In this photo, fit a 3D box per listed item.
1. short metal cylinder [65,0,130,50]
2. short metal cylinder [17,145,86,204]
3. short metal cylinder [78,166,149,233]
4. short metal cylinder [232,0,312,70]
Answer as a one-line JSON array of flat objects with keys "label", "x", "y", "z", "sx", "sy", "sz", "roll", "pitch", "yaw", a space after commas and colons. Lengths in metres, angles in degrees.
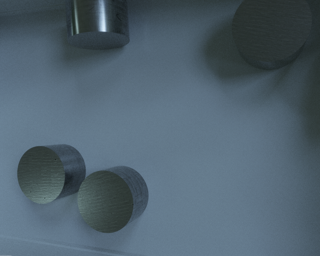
[{"label": "short metal cylinder", "x": -0.082, "y": -0.139, "z": 0.409, "sx": 0.080, "sy": 0.080, "sz": 0.050, "roll": -4, "pitch": 89, "yaw": 19}, {"label": "short metal cylinder", "x": -0.157, "y": 0.065, "z": 0.451, "sx": 0.080, "sy": 0.050, "sz": 0.079, "roll": 0, "pitch": 90, "yaw": 19}, {"label": "short metal cylinder", "x": -0.062, "y": 0.094, "z": 0.418, "sx": 0.080, "sy": 0.050, "sz": 0.079, "roll": 0, "pitch": 90, "yaw": 19}, {"label": "short metal cylinder", "x": 0.126, "y": -0.110, "z": 0.353, "sx": 0.080, "sy": 0.050, "sz": 0.079, "roll": 0, "pitch": 90, "yaw": 19}]
